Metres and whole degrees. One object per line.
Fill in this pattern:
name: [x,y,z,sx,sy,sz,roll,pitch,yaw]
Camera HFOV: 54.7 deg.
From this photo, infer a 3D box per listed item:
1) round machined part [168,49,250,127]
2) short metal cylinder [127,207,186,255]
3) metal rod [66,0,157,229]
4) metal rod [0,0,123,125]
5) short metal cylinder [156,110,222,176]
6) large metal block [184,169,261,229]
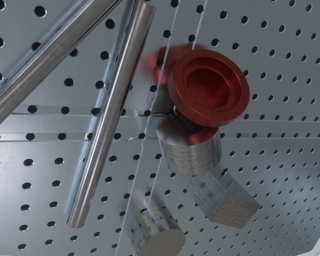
round machined part: [0.056,-0.045,0.379,0.099,0.098,0.042,-10,159,-23]
short metal cylinder: [-0.006,0.175,0.500,0.081,0.050,0.079,-14,124,-21]
metal rod: [-0.066,0.000,0.374,0.025,0.025,0.298,8,115,-32]
metal rod: [-0.093,-0.088,0.305,0.300,0.025,0.025,-44,129,3]
short metal cylinder: [0.039,0.016,0.407,0.081,0.080,0.050,-23,127,-15]
large metal block: [0.099,0.109,0.497,0.080,0.080,0.050,25,105,-37]
